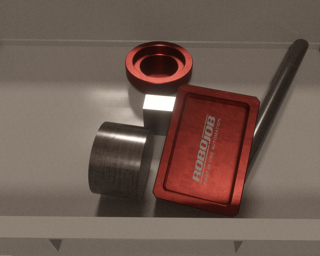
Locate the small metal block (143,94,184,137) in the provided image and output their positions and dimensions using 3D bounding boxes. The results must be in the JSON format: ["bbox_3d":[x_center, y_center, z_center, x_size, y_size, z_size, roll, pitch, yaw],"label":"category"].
[{"bbox_3d":[0.006,-0.015,0.401,0.050,0.050,0.025,5,50,4],"label":"small metal block"}]

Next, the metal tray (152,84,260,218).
[{"bbox_3d":[0.052,0.023,0.343,0.090,0.030,0.129,12,80,11],"label":"metal tray"}]

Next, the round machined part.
[{"bbox_3d":[-0.001,-0.085,0.465,0.099,0.042,0.098,0,50,0],"label":"round machined part"}]

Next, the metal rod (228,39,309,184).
[{"bbox_3d":[0.163,-0.041,0.441,0.025,0.025,0.301,25,54,19],"label":"metal rod"}]

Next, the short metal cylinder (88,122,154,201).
[{"bbox_3d":[-0.040,0.036,0.339,0.050,0.080,0.080,8,51,6],"label":"short metal cylinder"}]
